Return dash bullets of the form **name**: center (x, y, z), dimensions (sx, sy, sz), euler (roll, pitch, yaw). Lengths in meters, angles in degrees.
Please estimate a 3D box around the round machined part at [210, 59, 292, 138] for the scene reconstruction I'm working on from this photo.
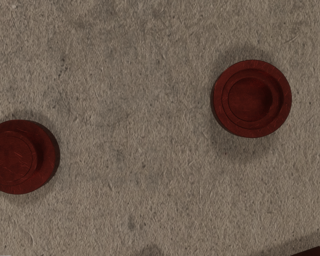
- **round machined part**: center (0.114, -0.036, 0.403), dimensions (0.099, 0.042, 0.097), euler (0, 90, -1)

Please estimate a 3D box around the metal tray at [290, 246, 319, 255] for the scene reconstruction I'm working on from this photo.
- **metal tray**: center (0.175, 0.223, 0.409), dimensions (0.131, 0.030, 0.090), euler (-19, 90, -1)

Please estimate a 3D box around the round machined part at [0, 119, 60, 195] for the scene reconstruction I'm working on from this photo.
- **round machined part**: center (-0.185, 0.038, 0.399), dimensions (0.099, 0.042, 0.097), euler (0, 90, -1)
